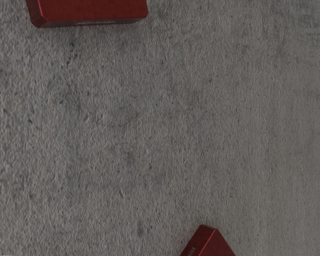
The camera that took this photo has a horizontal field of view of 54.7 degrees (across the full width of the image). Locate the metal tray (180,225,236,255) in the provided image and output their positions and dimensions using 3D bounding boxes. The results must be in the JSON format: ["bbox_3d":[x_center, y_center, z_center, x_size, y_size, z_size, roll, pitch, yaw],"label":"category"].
[{"bbox_3d":[0.057,0.220,0.450,0.131,0.030,0.090,-48,118,-29],"label":"metal tray"}]

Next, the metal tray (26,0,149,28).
[{"bbox_3d":[-0.079,-0.160,0.335,0.131,0.030,0.089,-19,102,-38],"label":"metal tray"}]
